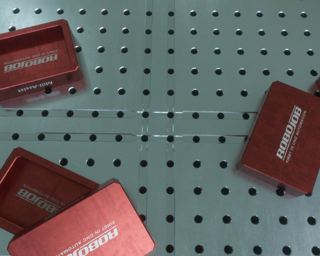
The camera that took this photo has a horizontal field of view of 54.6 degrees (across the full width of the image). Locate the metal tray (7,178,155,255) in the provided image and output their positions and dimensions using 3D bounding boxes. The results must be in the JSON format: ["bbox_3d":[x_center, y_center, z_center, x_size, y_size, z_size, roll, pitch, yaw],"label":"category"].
[{"bbox_3d":[-0.083,0.127,0.344,0.131,0.030,0.090,-30,95,-11],"label":"metal tray"}]

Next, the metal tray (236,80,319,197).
[{"bbox_3d":[0.167,0.012,0.406,0.090,0.030,0.130,25,72,8],"label":"metal tray"}]

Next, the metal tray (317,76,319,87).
[{"bbox_3d":[0.301,-0.053,0.430,0.131,0.030,0.090,-16,71,-6],"label":"metal tray"}]

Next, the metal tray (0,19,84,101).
[{"bbox_3d":[-0.185,-0.097,0.443,0.131,0.030,0.090,-16,71,-6],"label":"metal tray"}]

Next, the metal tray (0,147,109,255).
[{"bbox_3d":[-0.138,0.090,0.375,0.130,0.030,0.090,23,72,8],"label":"metal tray"}]
